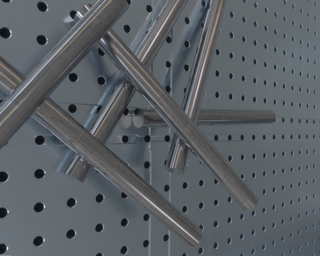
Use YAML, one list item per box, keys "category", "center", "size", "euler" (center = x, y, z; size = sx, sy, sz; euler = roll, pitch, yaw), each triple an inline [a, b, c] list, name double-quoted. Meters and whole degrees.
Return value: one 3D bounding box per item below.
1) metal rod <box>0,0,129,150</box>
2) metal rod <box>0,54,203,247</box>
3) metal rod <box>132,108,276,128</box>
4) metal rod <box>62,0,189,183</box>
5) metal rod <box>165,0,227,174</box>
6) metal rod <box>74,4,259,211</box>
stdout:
- category: "metal rod"
  center: [-0.129, -0.007, 0.262]
  size: [0.025, 0.025, 0.300]
  euler: [46, 74, -31]
- category: "metal rod"
  center: [-0.061, 0.032, 0.322]
  size: [0.300, 0.025, 0.025]
  euler: [44, 63, -19]
- category: "metal rod"
  center: [0.089, -0.017, 0.481]
  size: [0.302, 0.025, 0.025]
  euler: [-2, 92, -40]
- category: "metal rod"
  center: [-0.029, -0.072, 0.383]
  size: [0.025, 0.025, 0.300]
  euler: [41, 65, -32]
- category: "metal rod"
  center: [0.057, -0.081, 0.432]
  size: [0.025, 0.025, 0.300]
  euler: [33, 63, -35]
- category: "metal rod"
  center: [0.014, -0.017, 0.363]
  size: [0.300, 0.025, 0.025]
  euler: [48, 60, -9]
